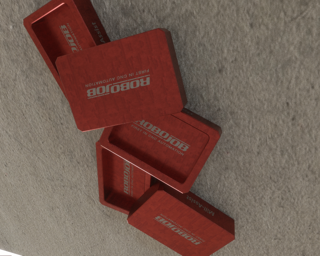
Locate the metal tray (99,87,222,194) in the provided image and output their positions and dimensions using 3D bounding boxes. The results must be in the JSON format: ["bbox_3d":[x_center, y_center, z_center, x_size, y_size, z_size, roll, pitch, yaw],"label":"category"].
[{"bbox_3d":[-0.001,0.011,0.389,0.130,0.030,0.089,29,106,9],"label":"metal tray"}]

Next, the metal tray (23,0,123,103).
[{"bbox_3d":[-0.106,-0.096,0.397,0.090,0.030,0.129,-14,112,33],"label":"metal tray"}]

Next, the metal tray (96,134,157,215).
[{"bbox_3d":[-0.049,0.077,0.474,0.090,0.030,0.129,16,125,18],"label":"metal tray"}]

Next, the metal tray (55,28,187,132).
[{"bbox_3d":[-0.043,-0.052,0.352,0.130,0.030,0.089,-11,104,17],"label":"metal tray"}]

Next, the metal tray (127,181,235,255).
[{"bbox_3d":[0.030,0.135,0.446,0.130,0.030,0.090,34,123,-11],"label":"metal tray"}]
